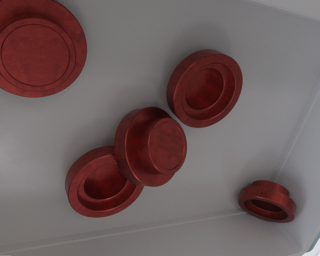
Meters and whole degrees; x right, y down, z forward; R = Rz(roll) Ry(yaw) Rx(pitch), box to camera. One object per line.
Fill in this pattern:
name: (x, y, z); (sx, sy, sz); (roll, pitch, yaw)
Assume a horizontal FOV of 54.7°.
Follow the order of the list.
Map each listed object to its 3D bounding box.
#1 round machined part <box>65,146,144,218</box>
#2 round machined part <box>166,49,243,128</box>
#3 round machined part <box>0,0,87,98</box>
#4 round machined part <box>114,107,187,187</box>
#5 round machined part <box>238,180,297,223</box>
round machined part: (-0.072, 0.064, 0.398); (0.099, 0.042, 0.097); (-14, 124, -21)
round machined part: (0.052, -0.052, 0.393); (0.099, 0.042, 0.097); (-14, 124, -21)
round machined part: (-0.117, -0.073, 0.289); (0.099, 0.042, 0.097); (-14, 124, -21)
round machined part: (-0.004, 0.022, 0.377); (0.099, 0.042, 0.097); (7, 80, -46)
round machined part: (0.195, 0.129, 0.560); (0.098, 0.098, 0.042); (53, 51, -40)
